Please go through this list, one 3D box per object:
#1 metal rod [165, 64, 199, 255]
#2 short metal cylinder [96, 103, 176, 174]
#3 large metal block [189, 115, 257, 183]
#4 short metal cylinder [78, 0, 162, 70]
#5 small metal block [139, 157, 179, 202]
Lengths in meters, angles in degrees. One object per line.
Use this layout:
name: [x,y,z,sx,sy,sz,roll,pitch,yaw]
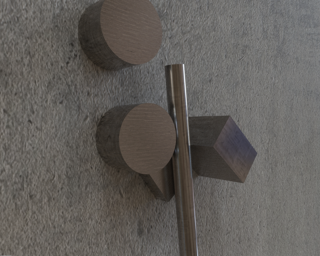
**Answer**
metal rod: [0.030,0.070,0.397,0.025,0.025,0.298,-8,96,-40]
short metal cylinder: [-0.028,0.012,0.365,0.081,0.050,0.079,0,90,-40]
large metal block: [0.074,0.028,0.431,0.080,0.080,0.050,48,62,-30]
short metal cylinder: [-0.044,-0.109,0.351,0.081,0.050,0.079,0,90,-40]
small metal block: [0.006,0.061,0.410,0.050,0.025,0.050,-46,118,-30]
